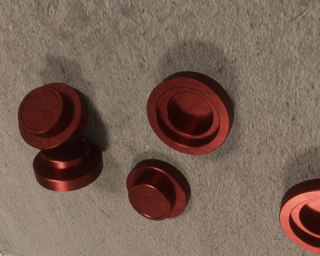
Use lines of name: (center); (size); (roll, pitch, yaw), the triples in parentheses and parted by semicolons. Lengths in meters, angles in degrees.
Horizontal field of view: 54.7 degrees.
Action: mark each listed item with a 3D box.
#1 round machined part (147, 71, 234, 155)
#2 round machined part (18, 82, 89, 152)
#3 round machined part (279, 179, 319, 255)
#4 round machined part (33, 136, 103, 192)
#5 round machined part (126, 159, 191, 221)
round machined part: (0.038, -0.020, 0.362); (0.098, 0.042, 0.097); (13, 124, 20)
round machined part: (-0.153, -0.019, 0.426); (0.098, 0.098, 0.042); (15, 167, 19)
round machined part: (0.191, 0.097, 0.355); (0.098, 0.042, 0.097); (13, 124, 20)
round machined part: (-0.135, 0.044, 0.455); (0.098, 0.098, 0.042); (15, 126, 19)
round machined part: (-0.008, 0.098, 0.459); (0.098, 0.042, 0.097); (13, 124, 20)
